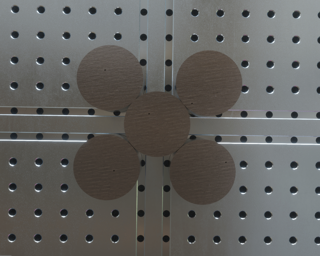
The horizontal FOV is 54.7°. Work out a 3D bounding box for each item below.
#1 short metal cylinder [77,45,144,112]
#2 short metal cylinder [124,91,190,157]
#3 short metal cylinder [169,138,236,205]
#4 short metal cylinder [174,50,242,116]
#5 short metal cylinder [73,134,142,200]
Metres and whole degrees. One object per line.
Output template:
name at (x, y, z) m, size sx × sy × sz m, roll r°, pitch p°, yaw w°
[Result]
short metal cylinder at (-0.061, -0.061, 0.399) m, size 0.081 × 0.050 × 0.079 m, roll 0°, pitch 90°, yaw -1°
short metal cylinder at (-0.003, -0.005, 0.400) m, size 0.081 × 0.050 × 0.079 m, roll 0°, pitch 90°, yaw -1°
short metal cylinder at (0.052, 0.053, 0.401) m, size 0.081 × 0.050 × 0.079 m, roll 0°, pitch 90°, yaw -1°
short metal cylinder at (0.059, -0.054, 0.399) m, size 0.081 × 0.050 × 0.079 m, roll 0°, pitch 90°, yaw -1°
short metal cylinder at (-0.065, 0.047, 0.399) m, size 0.081 × 0.050 × 0.079 m, roll 0°, pitch 90°, yaw -1°
